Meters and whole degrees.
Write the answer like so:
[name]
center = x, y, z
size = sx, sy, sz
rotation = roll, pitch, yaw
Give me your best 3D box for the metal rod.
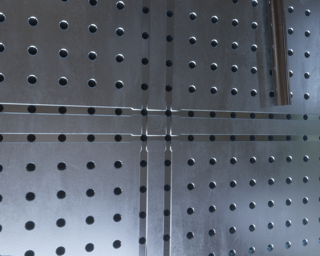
[metal rod]
center = 0.179, -0.184, 0.478
size = 0.025, 0.025, 0.298
rotation = -5, 92, -20
